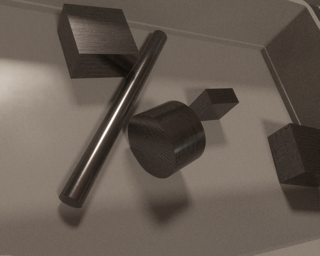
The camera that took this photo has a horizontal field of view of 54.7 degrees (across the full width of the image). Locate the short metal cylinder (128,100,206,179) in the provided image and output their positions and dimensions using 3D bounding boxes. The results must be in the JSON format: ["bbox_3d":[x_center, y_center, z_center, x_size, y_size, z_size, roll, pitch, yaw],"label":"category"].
[{"bbox_3d":[0.007,0.013,0.368,0.050,0.080,0.080,-26,76,-37],"label":"short metal cylinder"}]

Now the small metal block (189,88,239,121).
[{"bbox_3d":[0.078,-0.034,0.454,0.050,0.050,0.025,-6,65,-31],"label":"small metal block"}]

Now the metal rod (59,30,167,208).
[{"bbox_3d":[-0.045,-0.036,0.404,0.025,0.025,0.300,30,52,-10],"label":"metal rod"}]

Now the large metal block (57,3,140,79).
[{"bbox_3d":[-0.084,-0.115,0.415,0.081,0.050,0.080,-8,66,-32],"label":"large metal block"}]

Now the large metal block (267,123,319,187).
[{"bbox_3d":[0.226,0.044,0.487,0.081,0.050,0.080,10,58,-23],"label":"large metal block"}]
